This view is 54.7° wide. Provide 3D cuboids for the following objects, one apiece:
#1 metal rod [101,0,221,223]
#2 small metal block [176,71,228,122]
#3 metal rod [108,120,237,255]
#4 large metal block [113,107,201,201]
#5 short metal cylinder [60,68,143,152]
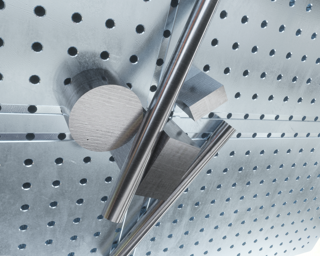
[{"bbox_3d":[0.007,-0.037,0.344,0.025,0.025,0.299,23,91,-37],"label":"metal rod"},{"bbox_3d":[0.050,-0.041,0.396,0.050,0.050,0.025,-33,129,-7],"label":"small metal block"},{"bbox_3d":[0.012,0.111,0.485,0.025,0.025,0.299,33,100,-38],"label":"metal rod"},{"bbox_3d":[-0.007,0.031,0.391,0.050,0.080,0.080,22,107,-37],"label":"large metal block"},{"bbox_3d":[-0.066,-0.020,0.347,0.081,0.050,0.079,-14,124,-21],"label":"short metal cylinder"}]
